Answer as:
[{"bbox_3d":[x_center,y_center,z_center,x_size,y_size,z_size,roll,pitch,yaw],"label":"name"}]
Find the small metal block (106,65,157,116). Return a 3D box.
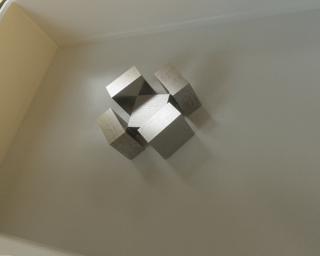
[{"bbox_3d":[-0.039,-0.052,0.439,0.050,0.050,0.025,-37,50,5],"label":"small metal block"}]

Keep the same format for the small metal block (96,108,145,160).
[{"bbox_3d":[-0.052,0.008,0.410,0.025,0.050,0.050,-39,51,3],"label":"small metal block"}]

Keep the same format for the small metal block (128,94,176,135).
[{"bbox_3d":[-0.010,-0.017,0.419,0.050,0.025,0.050,1,62,28],"label":"small metal block"}]

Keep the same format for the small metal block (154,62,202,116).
[{"bbox_3d":[0.024,-0.050,0.405,0.025,0.050,0.050,-38,52,2],"label":"small metal block"}]

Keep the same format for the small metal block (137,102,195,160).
[{"bbox_3d":[0.009,0.005,0.379,0.050,0.050,0.025,-42,52,-1],"label":"small metal block"}]
